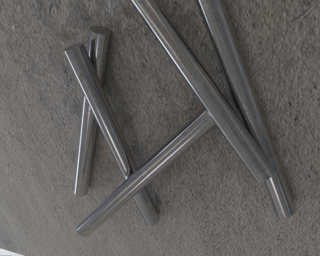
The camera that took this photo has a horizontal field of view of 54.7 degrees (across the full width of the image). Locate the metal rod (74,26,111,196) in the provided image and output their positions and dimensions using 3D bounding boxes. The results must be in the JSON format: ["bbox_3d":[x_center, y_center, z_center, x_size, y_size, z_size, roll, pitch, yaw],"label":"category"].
[{"bbox_3d":[-0.106,-0.003,0.460,0.025,0.025,0.298,26,128,12],"label":"metal rod"}]

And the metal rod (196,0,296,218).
[{"bbox_3d":[0.096,-0.025,0.340,0.025,0.025,0.299,-13,112,33],"label":"metal rod"}]

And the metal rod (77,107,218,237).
[{"bbox_3d":[-0.027,0.071,0.427,0.025,0.025,0.299,44,117,-3],"label":"metal rod"}]

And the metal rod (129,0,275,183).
[{"bbox_3d":[0.029,-0.069,0.330,0.025,0.025,0.299,-32,95,38],"label":"metal rod"}]

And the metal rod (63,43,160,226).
[{"bbox_3d":[-0.057,0.028,0.435,0.025,0.025,0.299,-2,123,29],"label":"metal rod"}]
